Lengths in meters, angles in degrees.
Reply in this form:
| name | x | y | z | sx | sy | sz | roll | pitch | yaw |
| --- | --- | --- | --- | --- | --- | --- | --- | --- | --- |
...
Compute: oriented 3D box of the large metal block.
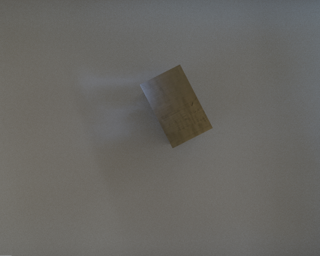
| name | x | y | z | sx | sy | sz | roll | pitch | yaw |
| --- | --- | --- | --- | --- | --- | --- | --- | --- | --- |
| large metal block | 0.018 | -0.024 | 0.384 | 0.050 | 0.080 | 0.080 | -27 | 90 | 0 |
